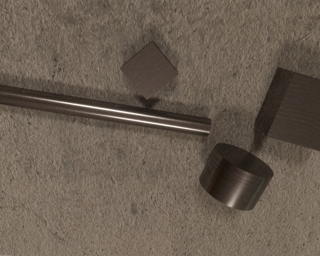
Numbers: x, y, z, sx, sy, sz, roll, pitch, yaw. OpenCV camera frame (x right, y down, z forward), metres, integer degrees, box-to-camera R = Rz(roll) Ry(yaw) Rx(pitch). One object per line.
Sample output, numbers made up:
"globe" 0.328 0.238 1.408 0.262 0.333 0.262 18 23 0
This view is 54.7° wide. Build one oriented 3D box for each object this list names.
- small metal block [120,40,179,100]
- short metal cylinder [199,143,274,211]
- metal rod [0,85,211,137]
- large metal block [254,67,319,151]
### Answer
"small metal block" -0.013 -0.072 0.383 0.050 0.025 0.050 -38 106 12
"short metal cylinder" 0.099 0.062 0.405 0.080 0.080 0.050 21 109 -8
"metal rod" -0.084 -0.024 0.399 0.302 0.025 0.025 9 110 -4
"large metal block" 0.179 -0.024 0.390 0.081 0.050 0.079 15 109 -6
